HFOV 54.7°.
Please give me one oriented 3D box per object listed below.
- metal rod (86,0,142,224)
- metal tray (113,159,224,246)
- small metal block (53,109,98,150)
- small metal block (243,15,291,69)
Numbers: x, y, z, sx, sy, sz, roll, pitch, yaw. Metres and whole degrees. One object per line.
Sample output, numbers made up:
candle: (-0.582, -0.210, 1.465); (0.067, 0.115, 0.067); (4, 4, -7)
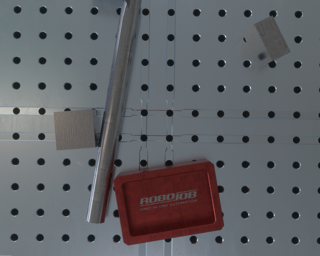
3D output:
metal rod: (-0.061, -0.024, 0.412); (0.025, 0.025, 0.298); (9, 90, 0)
metal tray: (0.011, 0.096, 0.410); (0.131, 0.030, 0.089); (-9, 90, 0)
small metal block: (-0.110, 0.002, 0.412); (0.050, 0.025, 0.050); (-5, 90, 0)
small metal block: (0.137, -0.110, 0.402); (0.025, 0.050, 0.050); (-26, 90, 0)
